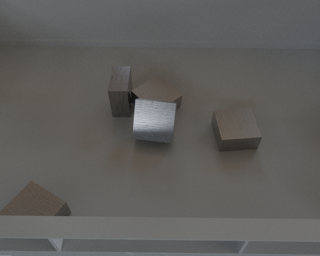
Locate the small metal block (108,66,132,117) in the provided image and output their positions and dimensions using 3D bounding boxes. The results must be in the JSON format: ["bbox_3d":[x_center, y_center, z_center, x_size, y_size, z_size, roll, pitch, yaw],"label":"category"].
[{"bbox_3d":[-0.054,-0.050,0.431,0.025,0.050,0.050,0,50,1],"label":"small metal block"}]

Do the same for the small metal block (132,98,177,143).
[{"bbox_3d":[-0.006,-0.010,0.394,0.050,0.050,0.025,6,9,5],"label":"small metal block"}]

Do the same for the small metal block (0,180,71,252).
[{"bbox_3d":[-0.132,0.092,0.327,0.050,0.025,0.050,25,54,19],"label":"small metal block"}]

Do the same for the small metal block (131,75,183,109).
[{"bbox_3d":[-0.005,-0.041,0.437,0.050,0.025,0.050,-34,63,-26],"label":"small metal block"}]

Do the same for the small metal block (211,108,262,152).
[{"bbox_3d":[0.098,0.002,0.404,0.050,0.025,0.050,-4,50,-4],"label":"small metal block"}]
